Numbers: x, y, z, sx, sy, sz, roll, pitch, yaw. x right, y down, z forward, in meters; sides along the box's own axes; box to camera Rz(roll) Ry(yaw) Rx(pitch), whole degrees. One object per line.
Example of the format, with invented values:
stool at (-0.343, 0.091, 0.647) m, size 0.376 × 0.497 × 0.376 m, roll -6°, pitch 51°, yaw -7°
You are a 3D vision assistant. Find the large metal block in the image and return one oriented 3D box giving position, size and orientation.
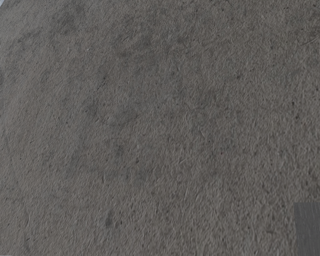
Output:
large metal block at (0.154, 0.104, 0.243) m, size 0.080 × 0.050 × 0.080 m, roll -7°, pitch 59°, yaw 24°
